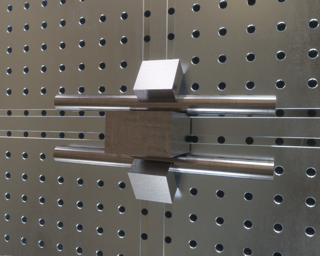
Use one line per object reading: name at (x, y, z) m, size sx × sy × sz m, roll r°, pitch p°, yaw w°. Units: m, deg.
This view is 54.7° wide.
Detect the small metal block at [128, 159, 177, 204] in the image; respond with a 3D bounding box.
small metal block at (-0.009, 0.068, 0.399) m, size 0.050 × 0.025 × 0.050 m, roll 3°, pitch 129°, yaw 19°

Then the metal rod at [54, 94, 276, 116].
metal rod at (-0.007, -0.032, 0.410) m, size 0.301 × 0.025 × 0.025 m, roll 2°, pitch 91°, yaw 19°

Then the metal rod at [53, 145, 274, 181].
metal rod at (-0.009, 0.044, 0.412) m, size 0.301 × 0.025 × 0.025 m, roll 2°, pitch 91°, yaw 19°

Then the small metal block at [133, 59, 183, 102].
small metal block at (-0.001, -0.060, 0.397) m, size 0.050 × 0.025 × 0.050 m, roll 1°, pitch 56°, yaw 19°

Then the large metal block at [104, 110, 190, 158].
large metal block at (-0.012, 0.006, 0.383) m, size 0.080 × 0.080 × 0.050 m, roll 2°, pitch 91°, yaw 20°
